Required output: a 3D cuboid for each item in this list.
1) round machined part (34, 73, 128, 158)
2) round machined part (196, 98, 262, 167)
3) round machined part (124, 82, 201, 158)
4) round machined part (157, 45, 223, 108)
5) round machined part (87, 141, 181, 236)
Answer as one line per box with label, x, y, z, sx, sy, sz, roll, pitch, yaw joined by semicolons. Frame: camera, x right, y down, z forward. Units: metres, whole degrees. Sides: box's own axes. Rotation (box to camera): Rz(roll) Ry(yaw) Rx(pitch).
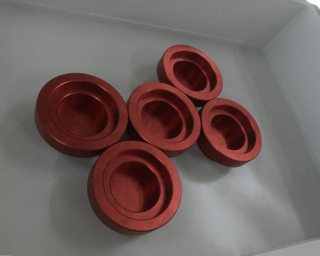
round machined part;-0.089;-0.011;0.350;0.099;0.042;0.098;14;56;-21
round machined part;0.089;0.010;0.433;0.099;0.042;0.098;14;56;-21
round machined part;-0.001;-0.006;0.394;0.099;0.042;0.098;14;56;-21
round machined part;0.040;-0.071;0.456;0.099;0.042;0.098;14;56;-21
round machined part;-0.030;0.066;0.334;0.099;0.042;0.098;14;56;-21
